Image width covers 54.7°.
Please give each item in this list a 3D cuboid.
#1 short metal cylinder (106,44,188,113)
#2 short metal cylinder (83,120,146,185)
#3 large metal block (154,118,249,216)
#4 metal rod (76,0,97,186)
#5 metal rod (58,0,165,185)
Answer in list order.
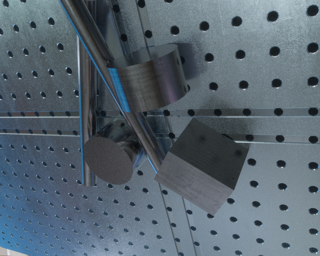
[{"bbox_3d":[-0.013,-0.057,0.347,0.080,0.080,0.050,-2,117,29],"label":"short metal cylinder"},{"bbox_3d":[-0.062,0.035,0.450,0.080,0.050,0.079,13,124,21],"label":"short metal cylinder"},{"bbox_3d":[0.052,0.044,0.375,0.080,0.080,0.050,31,128,8],"label":"large metal block"},{"bbox_3d":[-0.104,-0.030,0.446,0.025,0.025,0.298,20,126,16],"label":"metal rod"},{"bbox_3d":[-0.049,-0.046,0.389,0.025,0.025,0.299,-10,119,32],"label":"metal rod"}]
